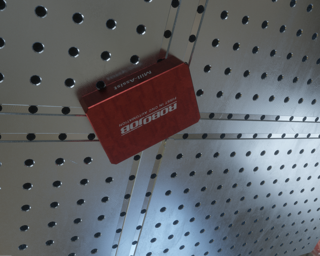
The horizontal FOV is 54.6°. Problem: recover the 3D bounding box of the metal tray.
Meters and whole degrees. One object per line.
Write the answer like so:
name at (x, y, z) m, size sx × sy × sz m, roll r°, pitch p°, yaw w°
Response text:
metal tray at (-0.019, -0.021, 0.383) m, size 0.131 × 0.030 × 0.090 m, roll -27°, pitch 128°, yaw -11°
